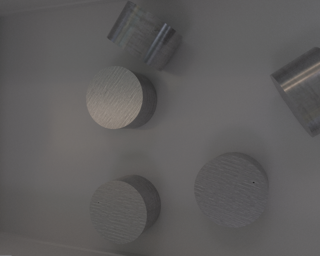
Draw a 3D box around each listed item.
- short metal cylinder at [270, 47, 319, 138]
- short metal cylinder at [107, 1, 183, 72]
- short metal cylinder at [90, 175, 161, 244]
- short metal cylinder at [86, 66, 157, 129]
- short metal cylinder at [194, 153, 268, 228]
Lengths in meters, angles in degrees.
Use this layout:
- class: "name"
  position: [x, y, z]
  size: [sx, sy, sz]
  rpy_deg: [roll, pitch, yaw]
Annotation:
- class: "short metal cylinder"
  position: [0.160, -0.037, 0.324]
  size: [0.050, 0.080, 0.080]
  rpy_deg: [-33, 79, 17]
- class: "short metal cylinder"
  position: [-0.019, -0.113, 0.388]
  size: [0.080, 0.080, 0.050]
  rpy_deg: [36, 102, 16]
- class: "short metal cylinder"
  position: [-0.045, 0.106, 0.413]
  size: [0.080, 0.050, 0.080]
  rpy_deg: [0, 90, 20]
- class: "short metal cylinder"
  position: [-0.050, -0.039, 0.415]
  size: [0.080, 0.050, 0.080]
  rpy_deg: [0, 90, 20]
- class: "short metal cylinder"
  position: [0.086, 0.070, 0.367]
  size: [0.080, 0.050, 0.080]
  rpy_deg: [0, 90, 20]
